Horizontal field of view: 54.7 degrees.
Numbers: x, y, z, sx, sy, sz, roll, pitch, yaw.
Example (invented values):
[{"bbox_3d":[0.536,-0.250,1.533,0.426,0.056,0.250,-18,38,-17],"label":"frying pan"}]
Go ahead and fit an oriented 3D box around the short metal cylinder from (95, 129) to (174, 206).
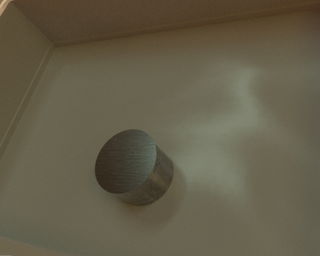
[{"bbox_3d":[-0.030,0.048,0.375,0.080,0.050,0.080,-13,56,20],"label":"short metal cylinder"}]
